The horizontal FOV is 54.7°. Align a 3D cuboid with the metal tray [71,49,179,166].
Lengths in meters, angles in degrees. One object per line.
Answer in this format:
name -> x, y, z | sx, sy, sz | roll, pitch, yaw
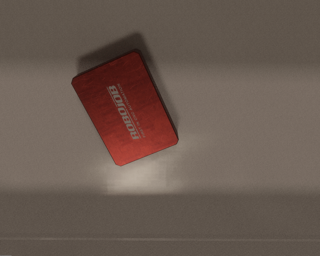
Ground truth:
metal tray -> -0.041, -0.024, 0.399 | 0.090, 0.030, 0.129 | -23, 109, 7
